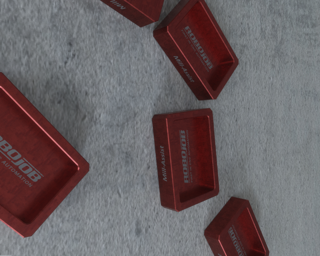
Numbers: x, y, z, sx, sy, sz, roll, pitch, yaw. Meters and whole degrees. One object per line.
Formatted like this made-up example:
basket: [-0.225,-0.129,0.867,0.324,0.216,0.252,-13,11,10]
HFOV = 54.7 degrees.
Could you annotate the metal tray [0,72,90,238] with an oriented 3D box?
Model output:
metal tray: [-0.139,0.025,0.285,0.090,0.030,0.130,-52,121,-28]

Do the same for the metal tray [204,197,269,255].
metal tray: [0.131,0.192,0.514,0.091,0.030,0.129,-40,114,-33]

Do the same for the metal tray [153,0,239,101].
metal tray: [0.057,-0.115,0.451,0.130,0.030,0.090,50,60,-29]

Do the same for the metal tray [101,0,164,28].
metal tray: [-0.048,-0.191,0.362,0.131,0.030,0.090,24,75,-38]

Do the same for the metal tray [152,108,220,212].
metal tray: [0.039,0.041,0.436,0.091,0.030,0.129,-10,97,-40]
